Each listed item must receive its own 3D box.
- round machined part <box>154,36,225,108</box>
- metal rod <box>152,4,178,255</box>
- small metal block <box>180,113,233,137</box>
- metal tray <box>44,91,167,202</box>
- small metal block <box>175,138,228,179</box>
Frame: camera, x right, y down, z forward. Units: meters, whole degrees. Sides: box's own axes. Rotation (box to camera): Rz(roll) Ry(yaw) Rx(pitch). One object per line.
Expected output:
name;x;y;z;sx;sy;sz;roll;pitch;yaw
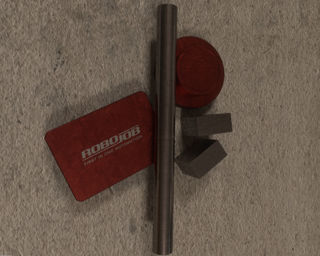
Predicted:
round machined part;0.045;-0.075;0.418;0.099;0.042;0.097;0;90;-21
metal rod;0.006;0.001;0.379;0.025;0.025;0.298;1;90;-20
small metal block;0.062;-0.005;0.420;0.050;0.050;0.025;-7;93;-20
metal tray;-0.062;0.020;0.384;0.131;0.030;0.090;-27;99;-18
small metal block;0.053;0.040;0.417;0.050;0.050;0.025;-37;103;-16
